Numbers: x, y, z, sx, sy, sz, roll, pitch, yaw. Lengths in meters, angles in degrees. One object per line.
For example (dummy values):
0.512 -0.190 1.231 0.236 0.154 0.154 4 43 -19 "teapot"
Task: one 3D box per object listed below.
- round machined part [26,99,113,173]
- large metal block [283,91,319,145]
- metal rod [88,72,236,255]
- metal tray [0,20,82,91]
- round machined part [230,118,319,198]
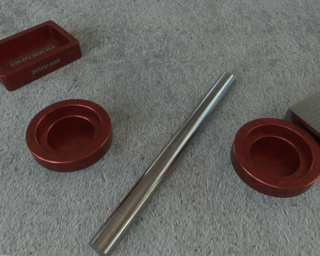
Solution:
-0.107 0.013 0.380 0.099 0.042 0.098 0 50 0 "round machined part"
0.212 0.001 0.389 0.081 0.050 0.080 -26 55 -21 "large metal block"
0.021 0.023 0.383 0.025 0.025 0.301 26 54 20 "metal rod"
-0.206 -0.120 0.498 0.131 0.030 0.090 -35 59 -26 "metal tray"
0.132 0.038 0.362 0.099 0.042 0.098 0 50 0 "round machined part"
